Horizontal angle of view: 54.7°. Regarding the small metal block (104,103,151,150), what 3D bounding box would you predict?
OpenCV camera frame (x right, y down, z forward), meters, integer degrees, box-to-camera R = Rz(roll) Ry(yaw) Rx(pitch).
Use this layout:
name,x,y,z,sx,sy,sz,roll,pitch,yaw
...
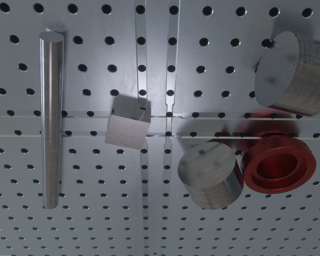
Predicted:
name,x,y,z,sx,sy,sz,roll,pitch,yaw
small metal block,-0.043,-0.001,0.410,0.050,0.025,0.050,12,129,-11

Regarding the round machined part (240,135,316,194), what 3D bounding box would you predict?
name,x,y,z,sx,sy,sz,roll,pitch,yaw
round machined part,0.164,0.048,0.443,0.099,0.042,0.097,0,130,0

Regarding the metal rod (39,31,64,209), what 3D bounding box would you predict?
name,x,y,z,sx,sy,sz,roll,pitch,yaw
metal rod,-0.148,0.014,0.421,0.025,0.025,0.298,10,130,-9

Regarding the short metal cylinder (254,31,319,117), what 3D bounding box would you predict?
name,x,y,z,sx,sy,sz,roll,pitch,yaw
short metal cylinder,0.144,-0.056,0.329,0.050,0.080,0.079,12,129,-10

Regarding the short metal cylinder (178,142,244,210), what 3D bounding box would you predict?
name,x,y,z,sx,sy,sz,roll,pitch,yaw
short metal cylinder,0.071,0.065,0.432,0.080,0.080,0.050,-17,128,14
